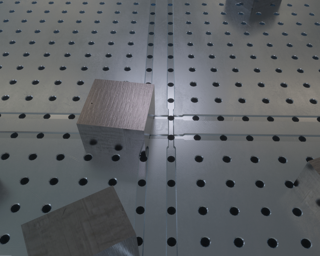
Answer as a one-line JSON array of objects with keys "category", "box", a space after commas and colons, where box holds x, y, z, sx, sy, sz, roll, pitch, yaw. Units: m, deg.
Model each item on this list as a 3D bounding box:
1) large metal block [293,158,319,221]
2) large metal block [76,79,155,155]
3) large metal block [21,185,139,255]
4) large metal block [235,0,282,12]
[{"category": "large metal block", "box": [0.210, 0.070, 0.334, 0.081, 0.050, 0.080, -15, 52, -12]}, {"category": "large metal block", "box": [-0.053, -0.015, 0.404, 0.080, 0.050, 0.080, 6, 50, 5]}, {"category": "large metal block", "box": [-0.066, 0.108, 0.281, 0.081, 0.080, 0.050, -22, 53, -17]}, {"category": "large metal block", "box": [0.198, -0.290, 0.636, 0.081, 0.050, 0.080, -23, 54, -18]}]
